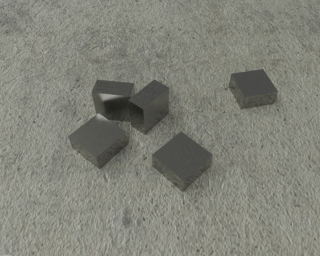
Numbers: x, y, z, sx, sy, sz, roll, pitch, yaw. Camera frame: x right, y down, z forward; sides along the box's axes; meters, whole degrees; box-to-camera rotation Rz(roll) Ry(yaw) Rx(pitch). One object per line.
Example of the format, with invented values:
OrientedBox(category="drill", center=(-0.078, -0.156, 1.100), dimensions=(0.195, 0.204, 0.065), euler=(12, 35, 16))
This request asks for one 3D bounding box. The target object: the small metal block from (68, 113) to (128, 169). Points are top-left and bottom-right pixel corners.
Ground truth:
OrientedBox(category="small metal block", center=(-0.077, 0.015, 0.389), dimensions=(0.050, 0.025, 0.050), euler=(33, 57, 24))

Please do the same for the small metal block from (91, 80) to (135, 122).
OrientedBox(category="small metal block", center=(-0.060, -0.036, 0.416), dimensions=(0.050, 0.050, 0.025), euler=(6, 51, 5))

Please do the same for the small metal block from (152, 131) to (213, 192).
OrientedBox(category="small metal block", center=(0.026, 0.039, 0.370), dimensions=(0.050, 0.025, 0.050), euler=(37, 59, 27))

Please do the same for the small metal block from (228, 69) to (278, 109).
OrientedBox(category="small metal block", center=(0.135, -0.057, 0.452), dimensions=(0.050, 0.025, 0.050), euler=(-9, 51, -8))

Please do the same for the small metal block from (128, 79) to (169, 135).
OrientedBox(category="small metal block", center=(-0.014, -0.027, 0.410), dimensions=(0.025, 0.050, 0.050), euler=(33, 57, 24))
